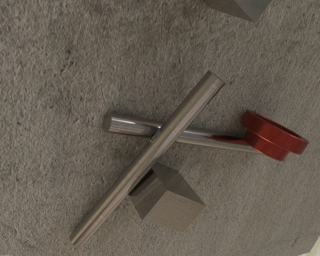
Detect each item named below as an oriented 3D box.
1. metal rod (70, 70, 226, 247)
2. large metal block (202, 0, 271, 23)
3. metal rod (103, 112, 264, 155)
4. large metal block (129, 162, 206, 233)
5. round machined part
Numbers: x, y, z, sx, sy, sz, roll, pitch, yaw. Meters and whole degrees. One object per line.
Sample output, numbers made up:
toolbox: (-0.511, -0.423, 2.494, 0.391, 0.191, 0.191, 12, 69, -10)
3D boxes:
metal rod: (-0.026, 0.051, 0.399, 0.025, 0.025, 0.299, 26, 112, -38)
large metal block: (0.064, -0.158, 0.310, 0.080, 0.080, 0.050, 27, 103, -38)
metal rod: (0.062, 0.014, 0.451, 0.302, 0.025, 0.025, 10, 114, -33)
large metal block: (0.004, 0.091, 0.431, 0.080, 0.080, 0.050, 30, 101, -38)
round machined part: (0.163, 0.014, 0.459, 0.099, 0.098, 0.042, 16, 107, -35)
